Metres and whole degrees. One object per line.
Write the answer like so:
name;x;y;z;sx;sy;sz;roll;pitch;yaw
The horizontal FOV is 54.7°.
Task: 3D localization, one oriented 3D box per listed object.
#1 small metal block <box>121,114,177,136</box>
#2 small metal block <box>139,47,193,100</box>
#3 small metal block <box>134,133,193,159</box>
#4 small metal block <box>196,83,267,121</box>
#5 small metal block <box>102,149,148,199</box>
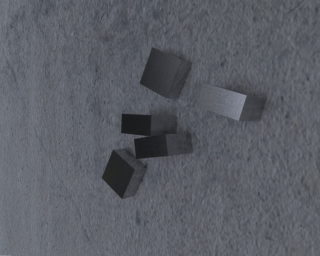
small metal block;-0.014;-0.004;0.398;0.050;0.050;0.025;5;93;39
small metal block;0.007;-0.070;0.398;0.050;0.025;0.050;33;110;34
small metal block;0.005;0.022;0.383;0.050;0.050;0.025;-10;84;39
small metal block;0.076;-0.027;0.325;0.050;0.050;0.025;24;105;37
small metal block;-0.052;0.065;0.445;0.050;0.025;0.050;37;112;33
